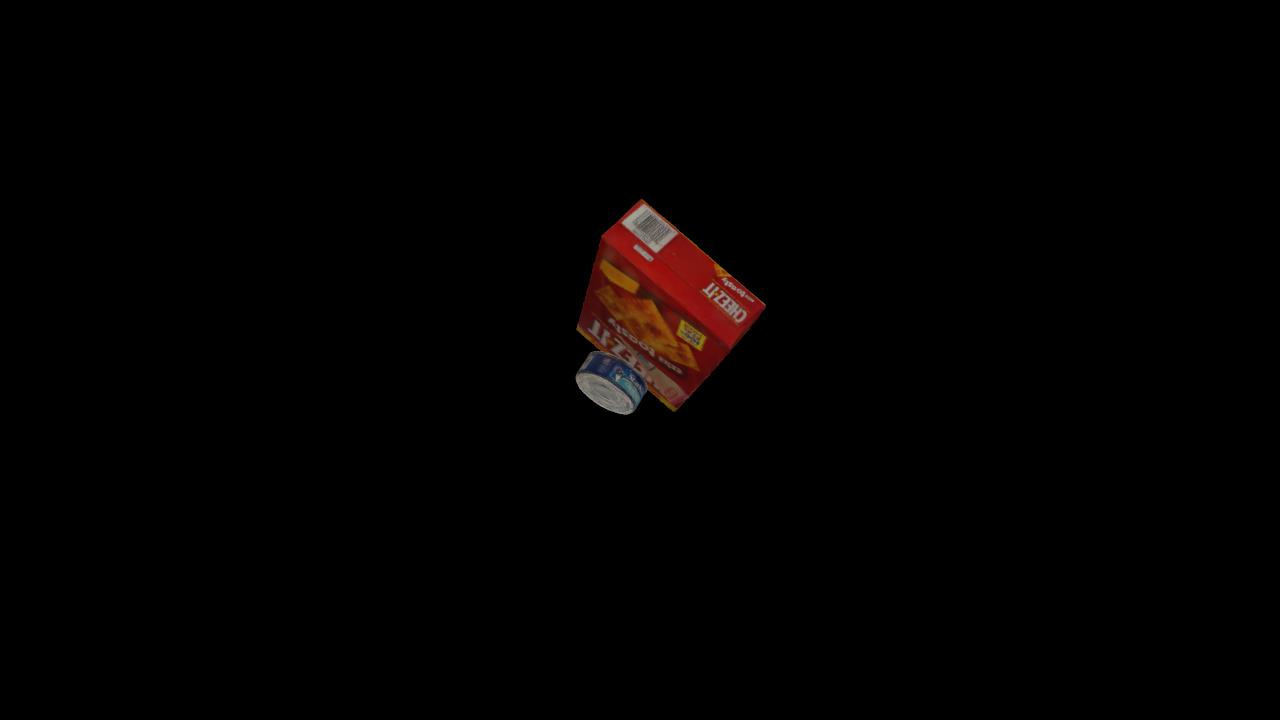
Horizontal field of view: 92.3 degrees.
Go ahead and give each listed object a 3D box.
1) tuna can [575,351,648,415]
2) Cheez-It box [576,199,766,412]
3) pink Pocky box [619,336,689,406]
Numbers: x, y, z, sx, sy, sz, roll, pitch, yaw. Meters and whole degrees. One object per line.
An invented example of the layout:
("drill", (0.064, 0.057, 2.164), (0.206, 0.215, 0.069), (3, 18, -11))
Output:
("tuna can", (-0.035, 0.029, 0.737), (0.084, 0.034, 0.084), (25, -28, 14))
("Cheez-It box", (0.020, -0.046, 0.678), (0.166, 0.071, 0.223), (41, -23, 5))
("pink Pocky box", (0.015, -0.029, 0.723), (0.029, 0.155, 0.084), (-34, 8, 33))
